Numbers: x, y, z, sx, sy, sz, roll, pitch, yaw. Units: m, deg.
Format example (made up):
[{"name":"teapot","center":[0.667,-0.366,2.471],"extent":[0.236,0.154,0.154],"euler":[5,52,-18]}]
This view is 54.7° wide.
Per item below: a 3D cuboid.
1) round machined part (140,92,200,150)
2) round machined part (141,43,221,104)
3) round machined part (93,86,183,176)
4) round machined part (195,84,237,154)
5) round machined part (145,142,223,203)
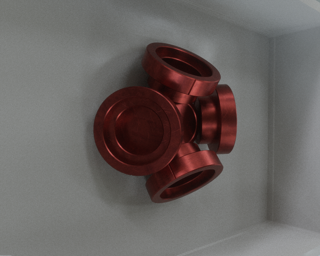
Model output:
[{"name":"round machined part","center":[0.014,-0.006,0.406],"extent":[0.099,0.042,0.097],"euler":[0,90,-40]},{"name":"round machined part","center":[0.023,-0.066,0.390],"extent":[0.099,0.098,0.042],"euler":[-5,131,-40]},{"name":"round machined part","center":[-0.021,0.002,0.353],"extent":[0.042,0.098,0.097],"euler":[-24,109,-77]},{"name":"round machined part","center":[0.071,-0.012,0.432],"extent":[0.042,0.098,0.097],"euler":[-2,92,-4]},{"name":"round machined part","center":[0.027,0.054,0.393],"extent":[0.099,0.097,0.042],"euler":[-2,55,-40]}]
